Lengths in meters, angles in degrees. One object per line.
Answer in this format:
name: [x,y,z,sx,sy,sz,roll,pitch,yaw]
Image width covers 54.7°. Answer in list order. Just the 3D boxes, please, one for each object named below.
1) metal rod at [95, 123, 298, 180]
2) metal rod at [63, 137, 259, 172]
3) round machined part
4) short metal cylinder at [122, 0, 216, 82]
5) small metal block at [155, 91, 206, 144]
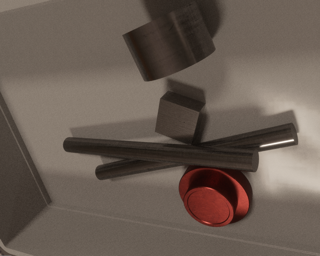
metal rod: [0.025,0.039,0.418,0.300,0.025,0.025,-15,111,34]
metal rod: [-0.022,0.031,0.417,0.300,0.025,0.025,2,120,34]
round machined part: [0.071,0.094,0.418,0.098,0.042,0.097,13,124,20]
short metal cylinder: [0.009,-0.087,0.313,0.080,0.080,0.050,-13,112,33]
small metal block: [0.025,-0.013,0.387,0.050,0.025,0.050,21,126,15]
